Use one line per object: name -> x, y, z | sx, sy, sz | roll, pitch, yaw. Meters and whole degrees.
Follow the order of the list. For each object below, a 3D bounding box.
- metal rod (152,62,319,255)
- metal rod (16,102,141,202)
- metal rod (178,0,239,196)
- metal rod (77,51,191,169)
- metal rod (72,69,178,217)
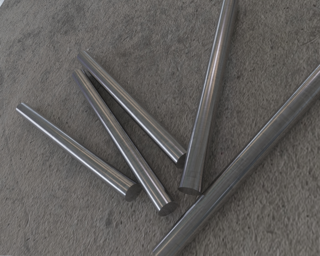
metal rod -> 0.103, 0.025, 0.334 | 0.300, 0.025, 0.025 | -47, 51, -5
metal rod -> -0.138, 0.022, 0.463 | 0.300, 0.025, 0.025 | 28, 77, 37
metal rod -> 0.069, -0.061, 0.397 | 0.025, 0.025, 0.300 | 0, 59, 28
metal rod -> -0.053, -0.044, 0.459 | 0.025, 0.025, 0.300 | -44, 51, -2
metal rod -> -0.065, 0.000, 0.438 | 0.025, 0.025, 0.300 | -40, 51, 1
